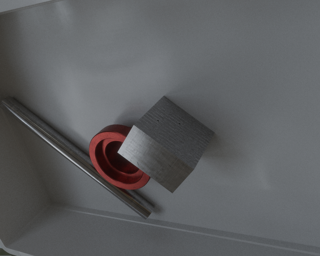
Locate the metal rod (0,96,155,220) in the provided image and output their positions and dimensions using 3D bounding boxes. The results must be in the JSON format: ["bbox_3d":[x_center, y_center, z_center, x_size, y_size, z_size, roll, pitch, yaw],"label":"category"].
[{"bbox_3d":[-0.136,0.048,0.507,0.300,0.025,0.025,37,129,2],"label":"metal rod"}]

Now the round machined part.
[{"bbox_3d":[-0.048,0.037,0.445,0.098,0.042,0.097,13,124,20],"label":"round machined part"}]

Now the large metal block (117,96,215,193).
[{"bbox_3d":[0.010,0.017,0.378,0.080,0.080,0.050,37,129,3],"label":"large metal block"}]

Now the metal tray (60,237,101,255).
[{"bbox_3d":[-0.155,0.305,0.675,0.130,0.030,0.089,39,129,1],"label":"metal tray"}]
